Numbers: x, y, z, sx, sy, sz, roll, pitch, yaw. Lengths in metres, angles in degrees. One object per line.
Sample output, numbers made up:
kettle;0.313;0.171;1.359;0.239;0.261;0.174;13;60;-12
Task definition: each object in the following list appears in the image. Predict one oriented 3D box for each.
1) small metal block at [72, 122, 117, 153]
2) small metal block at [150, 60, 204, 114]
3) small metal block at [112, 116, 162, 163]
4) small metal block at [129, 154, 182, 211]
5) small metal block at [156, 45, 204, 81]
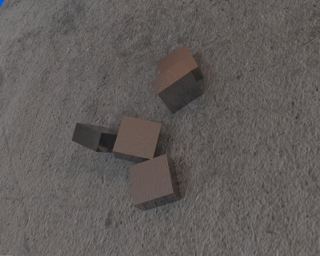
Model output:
small metal block;-0.080;0.014;0.418;0.050;0.050;0.025;19;95;35
small metal block;0.023;-0.053;0.408;0.050;0.050;0.025;-35;51;5
small metal block;-0.028;0.016;0.396;0.050;0.025;0.050;12;65;4
small metal block;-0.006;0.065;0.367;0.050;0.025;0.050;-21;54;15
small metal block;0.028;-0.083;0.440;0.050;0.025;0.050;-28;52;10
